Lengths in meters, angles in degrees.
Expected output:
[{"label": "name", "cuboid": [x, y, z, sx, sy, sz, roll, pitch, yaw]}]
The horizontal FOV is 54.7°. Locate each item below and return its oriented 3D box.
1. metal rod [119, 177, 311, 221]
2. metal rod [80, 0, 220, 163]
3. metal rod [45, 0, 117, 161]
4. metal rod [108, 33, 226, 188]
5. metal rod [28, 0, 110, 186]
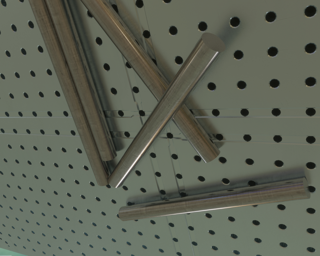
[{"label": "metal rod", "cuboid": [0.055, 0.109, 0.448, 0.300, 0.025, 0.025, -18, 109, 34]}, {"label": "metal rod", "cuboid": [-0.024, -0.080, 0.372, 0.025, 0.025, 0.300, -30, 102, 37]}, {"label": "metal rod", "cuboid": [-0.110, -0.087, 0.413, 0.025, 0.025, 0.298, 1, 119, 27]}, {"label": "metal rod", "cuboid": [-0.011, 0.004, 0.390, 0.025, 0.025, 0.298, 38, 137, 2]}, {"label": "metal rod", "cuboid": [-0.123, -0.043, 0.447, 0.025, 0.025, 0.298, 1, 119, 27]}]
